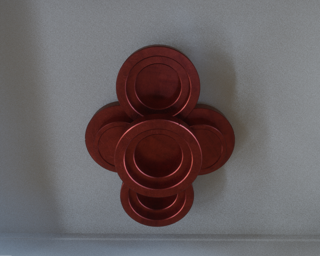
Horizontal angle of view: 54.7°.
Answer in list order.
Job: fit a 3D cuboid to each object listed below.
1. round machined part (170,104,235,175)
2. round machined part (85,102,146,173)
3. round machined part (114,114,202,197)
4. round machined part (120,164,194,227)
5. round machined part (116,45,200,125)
[{"bbox_3d":[0.050,0.020,0.408,0.099,0.042,0.097,0,110,-1],"label":"round machined part"},{"bbox_3d":[-0.049,0.017,0.406,0.099,0.042,0.097,0,110,-1],"label":"round machined part"},{"bbox_3d":[-0.002,0.029,0.366,0.099,0.042,0.097,0,110,-1],"label":"round machined part"},{"bbox_3d":[-0.004,0.085,0.431,0.099,0.042,0.097,0,110,-1],"label":"round machined part"},{"bbox_3d":[-0.002,-0.053,0.380,0.099,0.042,0.097,0,110,-1],"label":"round machined part"}]
